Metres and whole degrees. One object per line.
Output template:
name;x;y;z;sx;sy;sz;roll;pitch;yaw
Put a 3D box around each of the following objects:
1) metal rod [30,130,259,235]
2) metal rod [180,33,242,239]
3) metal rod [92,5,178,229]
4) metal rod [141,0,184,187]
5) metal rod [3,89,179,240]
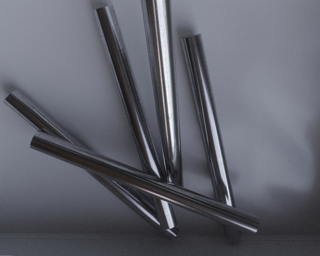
metal rod;-0.017;0.071;0.396;0.301;0.025;0.025;22;109;-3
metal rod;0.074;0.025;0.421;0.025;0.025;0.298;-14;110;5
metal rod;-0.027;-0.001;0.401;0.025;0.025;0.298;-15;106;5
metal rod;0.008;-0.019;0.341;0.025;0.025;0.298;-6;134;2
metal rod;-0.085;0.059;0.432;0.025;0.025;0.300;-43;105;14
